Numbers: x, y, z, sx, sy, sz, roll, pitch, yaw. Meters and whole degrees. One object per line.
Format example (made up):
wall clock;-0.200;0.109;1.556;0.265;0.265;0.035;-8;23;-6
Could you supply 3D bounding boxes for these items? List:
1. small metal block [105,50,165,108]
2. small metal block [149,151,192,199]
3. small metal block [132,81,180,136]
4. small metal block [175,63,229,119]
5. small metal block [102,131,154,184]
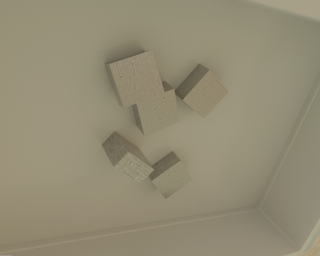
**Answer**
small metal block;-0.028;-0.056;0.350;0.050;0.025;0.050;-22;108;-15
small metal block;0.014;0.071;0.462;0.050;0.025;0.050;-35;129;-6
small metal block;-0.006;-0.025;0.391;0.050;0.025;0.050;-23;128;-15
small metal block;0.055;-0.048;0.411;0.050;0.025;0.050;-48;129;5
small metal block;-0.041;0.037;0.394;0.025;0.050;0.050;-46;130;4
